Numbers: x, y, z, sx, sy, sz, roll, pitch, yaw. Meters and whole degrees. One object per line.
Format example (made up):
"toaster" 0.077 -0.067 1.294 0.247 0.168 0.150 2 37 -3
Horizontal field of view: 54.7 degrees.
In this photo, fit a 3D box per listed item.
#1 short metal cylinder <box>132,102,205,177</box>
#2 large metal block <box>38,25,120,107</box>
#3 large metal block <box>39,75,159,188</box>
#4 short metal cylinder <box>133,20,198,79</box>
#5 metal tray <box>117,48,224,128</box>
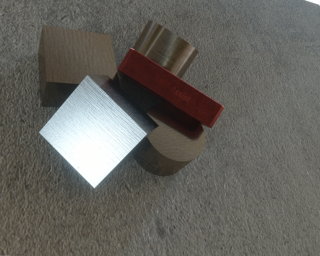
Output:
"short metal cylinder" 0.009 0.014 0.386 0.081 0.050 0.080 14 56 -21
"large metal block" -0.101 -0.071 0.376 0.081 0.050 0.080 1 61 -28
"large metal block" -0.062 0.001 0.327 0.080 0.080 0.050 45 15 2
"short metal cylinder" 0.006 -0.106 0.432 0.080 0.050 0.080 31 11 -6
"metal tray" 0.010 -0.049 0.400 0.130 0.090 0.030 31 92 -8
